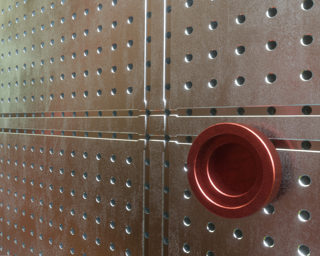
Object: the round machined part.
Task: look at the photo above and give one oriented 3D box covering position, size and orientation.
[{"bbox_3d":[0.081,0.043,0.331,0.098,0.042,0.097,0,90,39],"label":"round machined part"}]
